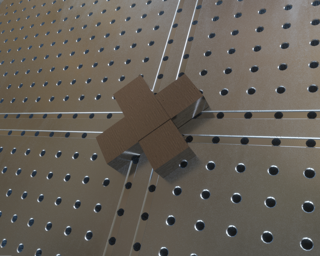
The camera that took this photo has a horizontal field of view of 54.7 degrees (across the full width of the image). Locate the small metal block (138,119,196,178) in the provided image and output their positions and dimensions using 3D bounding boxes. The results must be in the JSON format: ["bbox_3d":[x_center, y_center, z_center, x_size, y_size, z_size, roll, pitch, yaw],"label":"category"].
[{"bbox_3d":[0.008,0.025,0.387,0.050,0.025,0.050,-35,51,4],"label":"small metal block"}]

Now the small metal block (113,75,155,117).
[{"bbox_3d":[-0.033,-0.041,0.449,0.050,0.025,0.050,-35,51,4],"label":"small metal block"}]

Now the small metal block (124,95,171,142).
[{"bbox_3d":[-0.013,-0.008,0.417,0.050,0.025,0.050,-35,51,4],"label":"small metal block"}]

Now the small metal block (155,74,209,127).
[{"bbox_3d":[0.029,-0.037,0.414,0.050,0.025,0.050,-35,51,4],"label":"small metal block"}]

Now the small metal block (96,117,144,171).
[{"bbox_3d":[-0.053,0.021,0.421,0.050,0.025,0.050,-35,51,4],"label":"small metal block"}]
